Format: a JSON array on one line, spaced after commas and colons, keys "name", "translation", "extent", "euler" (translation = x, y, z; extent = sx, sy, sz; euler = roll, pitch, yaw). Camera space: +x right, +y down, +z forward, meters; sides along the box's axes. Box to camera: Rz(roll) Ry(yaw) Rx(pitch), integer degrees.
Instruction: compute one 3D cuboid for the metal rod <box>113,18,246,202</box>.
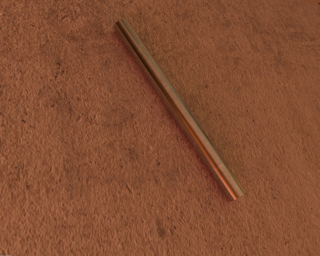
[{"name": "metal rod", "translation": [0.021, -0.033, 0.434], "extent": [0.025, 0.025, 0.299], "euler": [-24, 75, -36]}]
